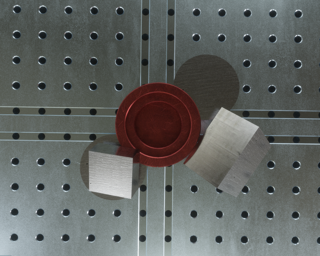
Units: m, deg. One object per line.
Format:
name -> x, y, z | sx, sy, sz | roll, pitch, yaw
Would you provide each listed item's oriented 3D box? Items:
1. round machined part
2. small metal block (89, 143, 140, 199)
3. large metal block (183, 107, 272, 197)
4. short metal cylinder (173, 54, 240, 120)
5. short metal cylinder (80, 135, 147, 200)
round machined part -> -0.002, -0.004, 0.375 | 0.099, 0.042, 0.097 | 0, 90, 0
small metal block -> -0.051, 0.048, 0.350 | 0.050, 0.025, 0.050 | 8, 110, 12
large metal block -> 0.086, 0.032, 0.380 | 0.050, 0.080, 0.080 | 34, 90, 34
short metal cylinder -> 0.056, -0.050, 0.401 | 0.081, 0.050, 0.079 | 0, 90, 0
short metal cylinder -> -0.057, 0.048, 0.400 | 0.081, 0.050, 0.079 | 0, 90, 0
